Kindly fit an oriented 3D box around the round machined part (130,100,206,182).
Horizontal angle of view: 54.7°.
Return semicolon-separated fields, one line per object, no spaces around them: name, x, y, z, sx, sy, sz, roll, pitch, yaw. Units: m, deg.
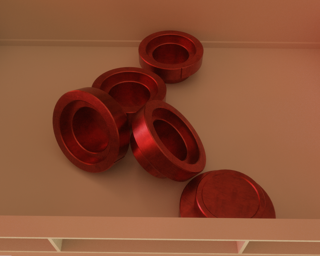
round machined part;0.005;0.019;0.356;0.098;0.042;0.098;36;32;-26

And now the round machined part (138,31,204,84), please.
round machined part;0.017;-0.107;0.484;0.099;0.042;0.098;0;50;0

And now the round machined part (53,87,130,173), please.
round machined part;-0.075;0.000;0.365;0.098;0.097;0.042;27;28;20

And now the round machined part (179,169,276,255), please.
round machined part;0.070;0.082;0.320;0.099;0.042;0.098;1;45;0

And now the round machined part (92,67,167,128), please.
round machined part;-0.041;-0.038;0.422;0.099;0.042;0.098;2;45;-2
